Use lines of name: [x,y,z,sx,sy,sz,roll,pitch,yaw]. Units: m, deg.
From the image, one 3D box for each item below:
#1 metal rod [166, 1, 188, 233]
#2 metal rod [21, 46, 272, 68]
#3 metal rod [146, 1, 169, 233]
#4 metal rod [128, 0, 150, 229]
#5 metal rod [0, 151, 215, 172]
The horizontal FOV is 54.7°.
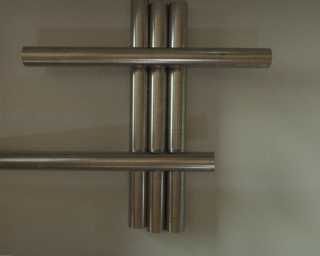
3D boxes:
metal rod: [0.022,-0.014,0.410,0.025,0.025,0.298,1,90,0]
metal rod: [-0.016,-0.088,0.385,0.302,0.025,0.025,0,90,0]
metal rod: [-0.003,-0.014,0.410,0.025,0.025,0.298,1,90,0]
metal rod: [-0.028,-0.019,0.410,0.025,0.025,0.298,1,90,0]
metal rod: [-0.084,0.042,0.391,0.302,0.025,0.025,0,90,7]
